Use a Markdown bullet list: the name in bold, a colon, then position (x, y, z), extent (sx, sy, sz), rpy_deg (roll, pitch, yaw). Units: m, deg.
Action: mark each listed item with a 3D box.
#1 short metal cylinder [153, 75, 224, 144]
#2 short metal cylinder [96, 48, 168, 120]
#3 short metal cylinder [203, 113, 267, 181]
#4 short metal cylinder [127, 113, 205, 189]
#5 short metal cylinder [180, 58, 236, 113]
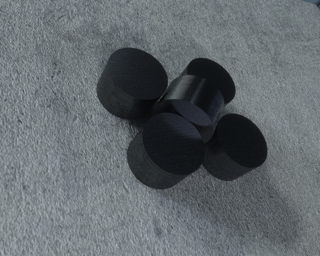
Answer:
- **short metal cylinder**: position (0.038, -0.022, 0.406), extent (0.080, 0.080, 0.050), rpy_deg (34, 51, -6)
- **short metal cylinder**: position (-0.037, -0.057, 0.404), extent (0.081, 0.050, 0.080), rpy_deg (14, 56, -21)
- **short metal cylinder**: position (0.099, 0.027, 0.427), extent (0.081, 0.050, 0.080), rpy_deg (14, 56, -21)
- **short metal cylinder**: position (0.007, 0.028, 0.376), extent (0.081, 0.050, 0.080), rpy_deg (14, 56, -21)
- **short metal cylinder**: position (0.063, -0.056, 0.457), extent (0.081, 0.050, 0.080), rpy_deg (14, 56, -21)
